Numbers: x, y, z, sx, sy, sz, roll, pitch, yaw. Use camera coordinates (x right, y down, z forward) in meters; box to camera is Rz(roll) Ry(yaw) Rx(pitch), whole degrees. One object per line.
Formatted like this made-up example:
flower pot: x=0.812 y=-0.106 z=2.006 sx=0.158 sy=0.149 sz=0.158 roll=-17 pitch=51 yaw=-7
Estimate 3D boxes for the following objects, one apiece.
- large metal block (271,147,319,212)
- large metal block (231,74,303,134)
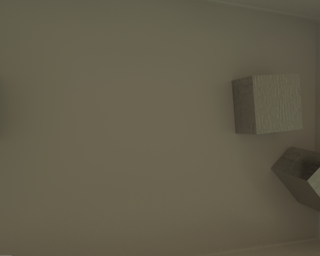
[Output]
large metal block: x=0.229 y=0.079 z=0.463 sx=0.050 sy=0.080 sz=0.080 roll=-43 pitch=104 yaw=-8
large metal block: x=0.157 y=-0.035 z=0.455 sx=0.081 sy=0.050 sz=0.079 roll=-6 pitch=92 yaw=-20
